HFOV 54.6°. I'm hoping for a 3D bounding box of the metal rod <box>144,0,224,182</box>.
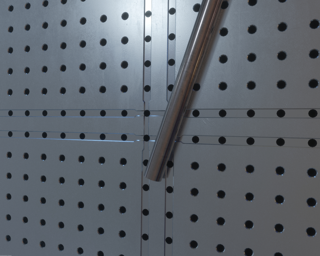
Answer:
[{"bbox_3d":[0.037,-0.074,0.399,0.025,0.025,0.298,21,97,19],"label":"metal rod"}]
